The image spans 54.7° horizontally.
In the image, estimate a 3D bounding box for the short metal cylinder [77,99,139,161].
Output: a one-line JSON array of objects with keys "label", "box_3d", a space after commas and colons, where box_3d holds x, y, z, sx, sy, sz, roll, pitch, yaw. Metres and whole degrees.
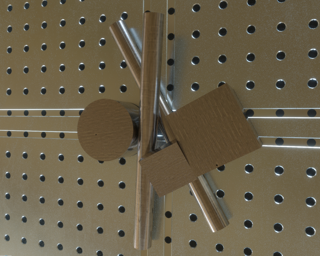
[{"label": "short metal cylinder", "box_3d": [-0.062, 0.002, 0.417, 0.080, 0.050, 0.079, 0, 90, 19]}]

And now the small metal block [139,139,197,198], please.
[{"label": "small metal block", "box_3d": [0.010, 0.047, 0.371, 0.050, 0.025, 0.050, -28, 96, 9]}]

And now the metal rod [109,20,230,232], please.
[{"label": "metal rod", "box_3d": [0.008, -0.009, 0.406, 0.025, 0.025, 0.299, -30, 81, 17]}]

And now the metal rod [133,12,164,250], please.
[{"label": "metal rod", "box_3d": [-0.016, 0.011, 0.393, 0.025, 0.025, 0.298, 7, 100, 20]}]

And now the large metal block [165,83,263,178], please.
[{"label": "large metal block", "box_3d": [0.066, 0.003, 0.371, 0.080, 0.050, 0.080, -29, 81, 17]}]
